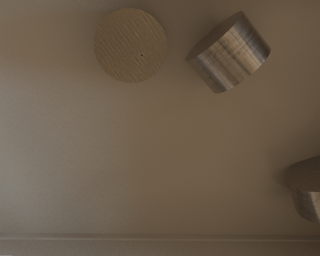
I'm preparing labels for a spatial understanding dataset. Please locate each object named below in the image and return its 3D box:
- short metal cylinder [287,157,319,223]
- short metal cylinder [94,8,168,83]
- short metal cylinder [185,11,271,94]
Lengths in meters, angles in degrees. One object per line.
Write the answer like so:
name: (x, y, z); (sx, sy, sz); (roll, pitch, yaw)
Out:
short metal cylinder: (0.217, 0.081, 0.413); (0.080, 0.080, 0.050); (-20, 109, 7)
short metal cylinder: (-0.032, -0.097, 0.362); (0.081, 0.050, 0.079); (0, 110, 0)
short metal cylinder: (0.076, -0.085, 0.351); (0.080, 0.080, 0.050); (-40, 105, 13)
